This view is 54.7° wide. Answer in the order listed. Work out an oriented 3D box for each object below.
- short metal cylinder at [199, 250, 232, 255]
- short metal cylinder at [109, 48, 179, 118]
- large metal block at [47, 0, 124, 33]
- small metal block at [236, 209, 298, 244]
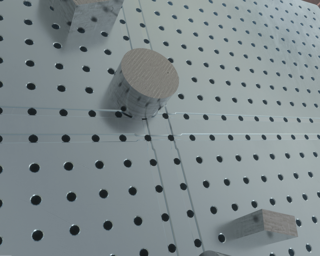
[{"bbox_3d":[0.065,0.168,0.305,0.050,0.080,0.080,21,54,-16],"label":"short metal cylinder"},{"bbox_3d":[-0.022,-0.060,0.417,0.081,0.050,0.080,14,56,-21],"label":"short metal cylinder"},{"bbox_3d":[-0.112,-0.193,0.449,0.081,0.050,0.080,-27,77,-37],"label":"large metal block"},{"bbox_3d":[0.132,0.124,0.387,0.050,0.050,0.025,16,55,-19],"label":"small metal block"}]
